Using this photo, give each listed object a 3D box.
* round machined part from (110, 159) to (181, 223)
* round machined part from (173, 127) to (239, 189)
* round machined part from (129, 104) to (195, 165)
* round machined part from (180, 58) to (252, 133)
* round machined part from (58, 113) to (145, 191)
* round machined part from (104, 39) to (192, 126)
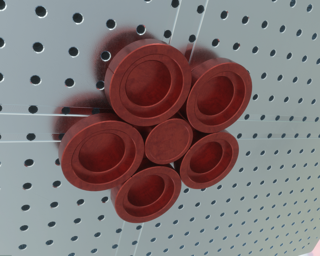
[{"bbox_3d":[-0.023,0.083,0.437,0.099,0.042,0.097,-14,124,-21],"label":"round machined part"},{"bbox_3d":[0.063,0.039,0.458,0.099,0.042,0.097,-14,124,-21],"label":"round machined part"},{"bbox_3d":[0.004,0.009,0.406,0.099,0.042,0.097,-14,124,-21],"label":"round machined part"},{"bbox_3d":[0.068,-0.045,0.408,0.099,0.042,0.097,-14,124,-21],"label":"round machined part"},{"bbox_3d":[-0.072,0.025,0.375,0.099,0.042,0.097,-14,124,-21],"label":"round machined part"},{"bbox_3d":[-0.017,-0.054,0.357,0.099,0.042,0.097,-14,124,-21],"label":"round machined part"}]
